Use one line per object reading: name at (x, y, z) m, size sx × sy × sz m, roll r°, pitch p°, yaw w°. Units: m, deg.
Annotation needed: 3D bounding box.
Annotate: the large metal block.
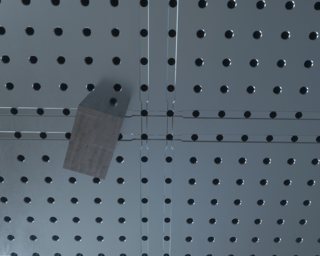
large metal block at (-0.076, 0.004, 0.385) m, size 0.050 × 0.080 × 0.080 m, roll 17°, pitch 109°, yaw -6°
